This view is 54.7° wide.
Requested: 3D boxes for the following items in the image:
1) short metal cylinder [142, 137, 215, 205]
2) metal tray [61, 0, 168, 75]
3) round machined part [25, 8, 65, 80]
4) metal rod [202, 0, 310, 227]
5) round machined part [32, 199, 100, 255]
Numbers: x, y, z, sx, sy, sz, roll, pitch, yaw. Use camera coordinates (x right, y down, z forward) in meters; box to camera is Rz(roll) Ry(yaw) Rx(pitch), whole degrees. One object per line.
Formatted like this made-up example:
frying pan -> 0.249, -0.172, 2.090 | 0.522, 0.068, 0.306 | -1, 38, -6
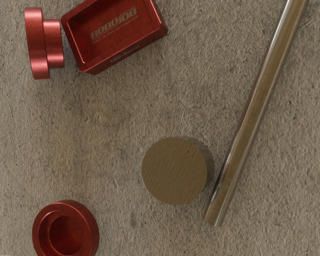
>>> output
short metal cylinder -> 0.024, 0.051, 0.387 | 0.080, 0.050, 0.079 | 0, 90, 19
metal tray -> -0.065, -0.142, 0.428 | 0.130, 0.030, 0.090 | -25, 82, 17
round machined part -> -0.160, -0.117, 0.435 | 0.042, 0.098, 0.097 | -6, 88, -17
metal rod -> 0.114, -0.024, 0.368 | 0.025, 0.025, 0.298 | 21, 97, 18
round machined part -> -0.129, 0.151, 0.444 | 0.098, 0.042, 0.097 | 0, 90, 19
